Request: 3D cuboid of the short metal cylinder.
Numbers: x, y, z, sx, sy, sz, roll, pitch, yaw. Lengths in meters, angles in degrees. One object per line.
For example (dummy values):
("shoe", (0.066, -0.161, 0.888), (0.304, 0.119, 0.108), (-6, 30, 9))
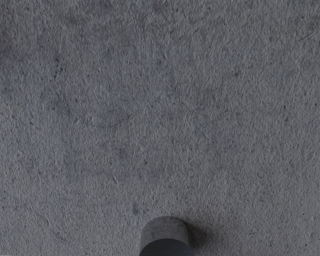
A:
("short metal cylinder", (0.010, 0.180, 0.463), (0.081, 0.050, 0.079), (0, 110, 0))
